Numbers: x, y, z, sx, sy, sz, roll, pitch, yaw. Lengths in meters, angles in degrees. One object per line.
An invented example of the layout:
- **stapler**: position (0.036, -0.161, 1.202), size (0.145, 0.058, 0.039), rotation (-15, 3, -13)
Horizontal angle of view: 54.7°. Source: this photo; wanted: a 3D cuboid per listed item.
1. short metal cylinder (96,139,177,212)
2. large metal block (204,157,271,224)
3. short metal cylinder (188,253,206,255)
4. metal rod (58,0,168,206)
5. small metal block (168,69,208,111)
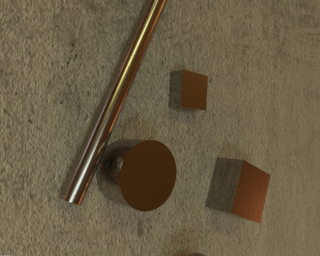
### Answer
- **short metal cylinder**: position (-0.027, 0.053, 0.366), size (0.081, 0.050, 0.080), rotation (0, 90, -40)
- **large metal block**: position (0.125, 0.099, 0.493), size (0.080, 0.050, 0.080), rotation (28, 73, -37)
- **short metal cylinder**: position (0.042, 0.213, 0.405), size (0.050, 0.080, 0.079), rotation (-10, 96, -40)
- **metal rod**: position (-0.044, -0.057, 0.367), size (0.025, 0.025, 0.299), rotation (33, 70, -35)
- **small metal block**: position (0.040, -0.052, 0.438), size (0.050, 0.025, 0.050), rotation (5, 87, -40)
